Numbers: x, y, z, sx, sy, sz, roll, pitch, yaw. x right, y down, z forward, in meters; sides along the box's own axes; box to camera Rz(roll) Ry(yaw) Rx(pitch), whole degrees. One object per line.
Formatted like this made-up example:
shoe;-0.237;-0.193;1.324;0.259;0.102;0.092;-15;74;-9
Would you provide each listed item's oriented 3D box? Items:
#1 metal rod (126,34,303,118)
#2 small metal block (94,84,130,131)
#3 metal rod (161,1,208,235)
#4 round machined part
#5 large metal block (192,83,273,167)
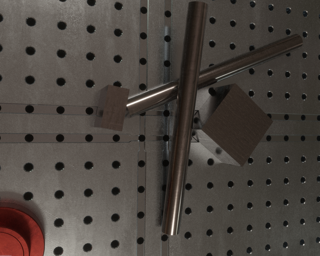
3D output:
metal rod;0.087;-0.081;0.445;0.302;0.025;0.025;-24;98;-19
small metal block;-0.060;-0.023;0.378;0.025;0.050;0.050;11;86;-20
metal rod;0.031;-0.008;0.404;0.025;0.025;0.298;4;97;-20
round machined part;-0.178;0.135;0.338;0.099;0.042;0.097;0;90;-21
large metal block;0.097;-0.004;0.437;0.080;0.050;0.080;41;77;-16
